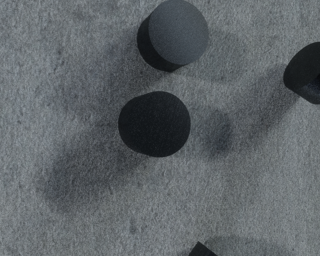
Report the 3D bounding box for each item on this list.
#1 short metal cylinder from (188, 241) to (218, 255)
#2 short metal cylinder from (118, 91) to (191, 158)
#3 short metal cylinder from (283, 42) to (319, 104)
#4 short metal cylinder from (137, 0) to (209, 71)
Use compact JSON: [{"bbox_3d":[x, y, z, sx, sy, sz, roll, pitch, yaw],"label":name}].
[{"bbox_3d":[0.069,0.196,0.407,0.080,0.080,0.050,42,77,-16],"label":"short metal cylinder"},{"bbox_3d":[-0.008,-0.005,0.394,0.081,0.050,0.079,0,90,-21],"label":"short metal cylinder"},{"bbox_3d":[0.237,-0.082,0.469,0.050,0.080,0.080,27,81,-19],"label":"short metal cylinder"},{"bbox_3d":[0.016,-0.118,0.402,0.081,0.050,0.079,0,90,-21],"label":"short metal cylinder"}]
